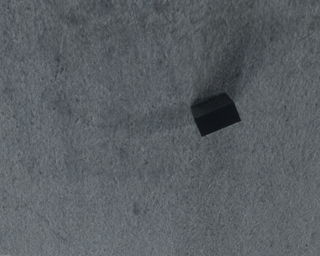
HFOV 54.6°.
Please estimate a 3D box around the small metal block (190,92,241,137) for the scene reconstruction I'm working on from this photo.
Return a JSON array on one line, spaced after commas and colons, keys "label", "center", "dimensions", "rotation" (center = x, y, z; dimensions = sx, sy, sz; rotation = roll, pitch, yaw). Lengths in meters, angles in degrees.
[{"label": "small metal block", "center": [0.068, -0.018, 0.390], "dimensions": [0.050, 0.050, 0.025], "rotation": [-23, 109, 8]}]
